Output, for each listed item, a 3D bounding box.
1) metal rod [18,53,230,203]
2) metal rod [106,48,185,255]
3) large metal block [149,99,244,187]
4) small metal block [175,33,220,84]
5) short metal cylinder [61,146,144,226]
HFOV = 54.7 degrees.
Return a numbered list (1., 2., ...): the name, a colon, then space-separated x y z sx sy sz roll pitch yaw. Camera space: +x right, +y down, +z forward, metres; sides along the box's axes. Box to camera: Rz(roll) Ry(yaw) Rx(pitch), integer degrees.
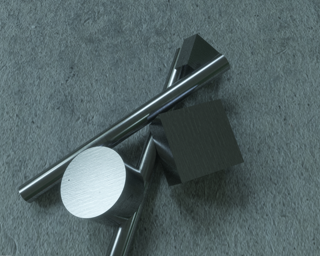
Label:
1. metal rod: -0.040 -0.003 0.391 0.301 0.025 0.025 -34 74 -5
2. metal rod: -0.009 0.026 0.399 0.025 0.025 0.299 16 71 6
3. large metal block: 0.042 0.018 0.374 0.081 0.050 0.080 -15 80 -19
4. small metal block: 0.053 -0.093 0.430 0.050 0.025 0.050 30 67 -32
5. short metal cylinder: -0.065 0.068 0.357 0.080 0.050 0.080 -9 62 18
